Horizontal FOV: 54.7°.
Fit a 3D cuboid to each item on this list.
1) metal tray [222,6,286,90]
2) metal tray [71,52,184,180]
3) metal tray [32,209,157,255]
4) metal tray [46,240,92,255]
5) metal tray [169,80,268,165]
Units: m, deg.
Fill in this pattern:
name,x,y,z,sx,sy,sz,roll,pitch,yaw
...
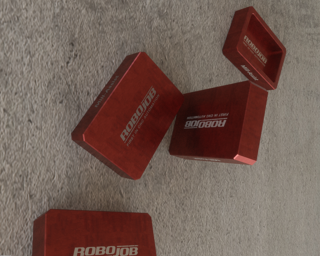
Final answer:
name,x,y,z,sx,sy,sz,roll,pitch,yaw
metal tray,0.169,-0.135,0.541,0.130,0.030,0.090,32,70,-35
metal tray,-0.032,-0.015,0.374,0.090,0.030,0.130,44,63,-31
metal tray,-0.063,0.135,0.324,0.131,0.030,0.090,15,53,-39
metal tray,-0.081,0.188,0.334,0.130,0.030,0.090,41,65,-32
metal tray,0.067,-0.004,0.390,0.030,0.130,0.090,20,78,-30
